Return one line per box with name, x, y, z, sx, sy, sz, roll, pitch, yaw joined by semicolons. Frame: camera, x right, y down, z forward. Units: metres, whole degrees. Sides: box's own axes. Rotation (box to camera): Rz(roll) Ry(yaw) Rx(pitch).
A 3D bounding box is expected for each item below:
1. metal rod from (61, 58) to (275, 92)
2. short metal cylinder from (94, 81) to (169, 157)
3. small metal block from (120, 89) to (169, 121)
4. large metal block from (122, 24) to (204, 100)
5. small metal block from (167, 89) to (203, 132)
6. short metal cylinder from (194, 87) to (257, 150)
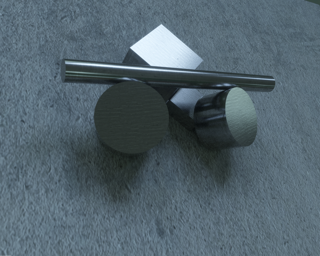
metal rod;0.032;-0.063;0.394;0.303;0.025;0.025;-1;63;-29
short metal cylinder;-0.034;-0.008;0.357;0.081;0.050;0.080;2;79;-10
small metal block;-0.025;-0.033;0.412;0.050;0.025;0.050;40;50;-1
large metal block;0.002;-0.089;0.442;0.080;0.050;0.080;41;51;-1
small metal block;0.040;-0.031;0.445;0.050;0.025;0.050;40;51;-1
short metal cylinder;0.091;-0.011;0.427;0.081;0.050;0.080;13;72;-44
